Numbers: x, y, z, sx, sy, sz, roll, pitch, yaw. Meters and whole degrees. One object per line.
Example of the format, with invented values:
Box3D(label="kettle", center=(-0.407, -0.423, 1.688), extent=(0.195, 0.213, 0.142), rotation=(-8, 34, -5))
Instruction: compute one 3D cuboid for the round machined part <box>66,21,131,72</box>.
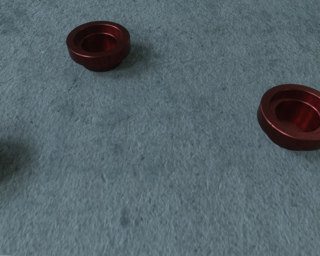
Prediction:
Box3D(label="round machined part", center=(-0.096, -0.127, 0.498), extent=(0.099, 0.042, 0.098), rotation=(0, 50, 0))

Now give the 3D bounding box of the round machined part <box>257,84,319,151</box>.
Box3D(label="round machined part", center=(0.176, -0.009, 0.402), extent=(0.099, 0.042, 0.098), rotation=(0, 50, 0))
